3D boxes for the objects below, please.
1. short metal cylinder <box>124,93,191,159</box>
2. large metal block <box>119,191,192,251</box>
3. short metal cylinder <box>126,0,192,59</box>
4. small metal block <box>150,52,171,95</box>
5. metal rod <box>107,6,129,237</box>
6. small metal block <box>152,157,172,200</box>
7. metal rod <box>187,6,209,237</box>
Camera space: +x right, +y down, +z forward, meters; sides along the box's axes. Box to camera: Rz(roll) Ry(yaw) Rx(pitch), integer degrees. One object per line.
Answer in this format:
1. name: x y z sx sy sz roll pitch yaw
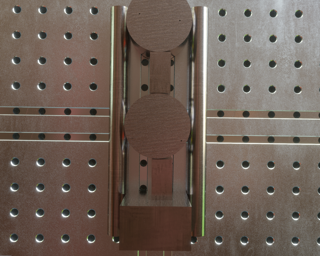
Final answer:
1. short metal cylinder: -0.003 -0.003 0.400 0.081 0.050 0.080 0 90 0
2. large metal block: -0.005 0.112 0.386 0.081 0.080 0.050 1 90 0
3. short metal cylinder: -0.001 -0.132 0.400 0.081 0.050 0.080 0 90 0
4. small metal block: 0.000 -0.068 0.399 0.025 0.050 0.050 1 90 0
5. metal rod: -0.055 -0.009 0.412 0.025 0.025 0.298 1 90 0
6. small metal block: 0.002 0.063 0.400 0.025 0.050 0.050 0 90 0
7. metal rod: 0.050 -0.008 0.413 0.025 0.025 0.298 1 90 0
